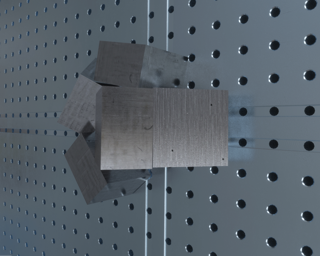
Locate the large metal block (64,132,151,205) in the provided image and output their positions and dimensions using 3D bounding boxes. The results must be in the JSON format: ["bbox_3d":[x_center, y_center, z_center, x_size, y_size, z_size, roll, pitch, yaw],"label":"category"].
[{"bbox_3d":[-0.073,0.052,0.433,0.050,0.081,0.080,-47,63,29],"label":"large metal block"}]

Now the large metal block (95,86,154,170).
[{"bbox_3d":[-0.042,0.000,0.338,0.080,0.050,0.080,-179,91,-74],"label":"large metal block"}]

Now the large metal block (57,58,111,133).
[{"bbox_3d":[-0.096,-0.045,0.446,0.050,0.080,0.080,29,116,-11],"label":"large metal block"}]

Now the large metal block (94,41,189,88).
[{"bbox_3d":[-0.024,-0.075,0.394,0.080,0.081,0.050,17,101,39],"label":"large metal block"}]

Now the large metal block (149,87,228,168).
[{"bbox_3d":[0.027,0.000,0.341,0.050,0.081,0.080,179,92,-77],"label":"large metal block"}]

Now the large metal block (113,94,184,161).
[{"bbox_3d":[-0.016,-0.002,0.407,0.080,0.050,0.080,1,91,40],"label":"large metal block"}]
